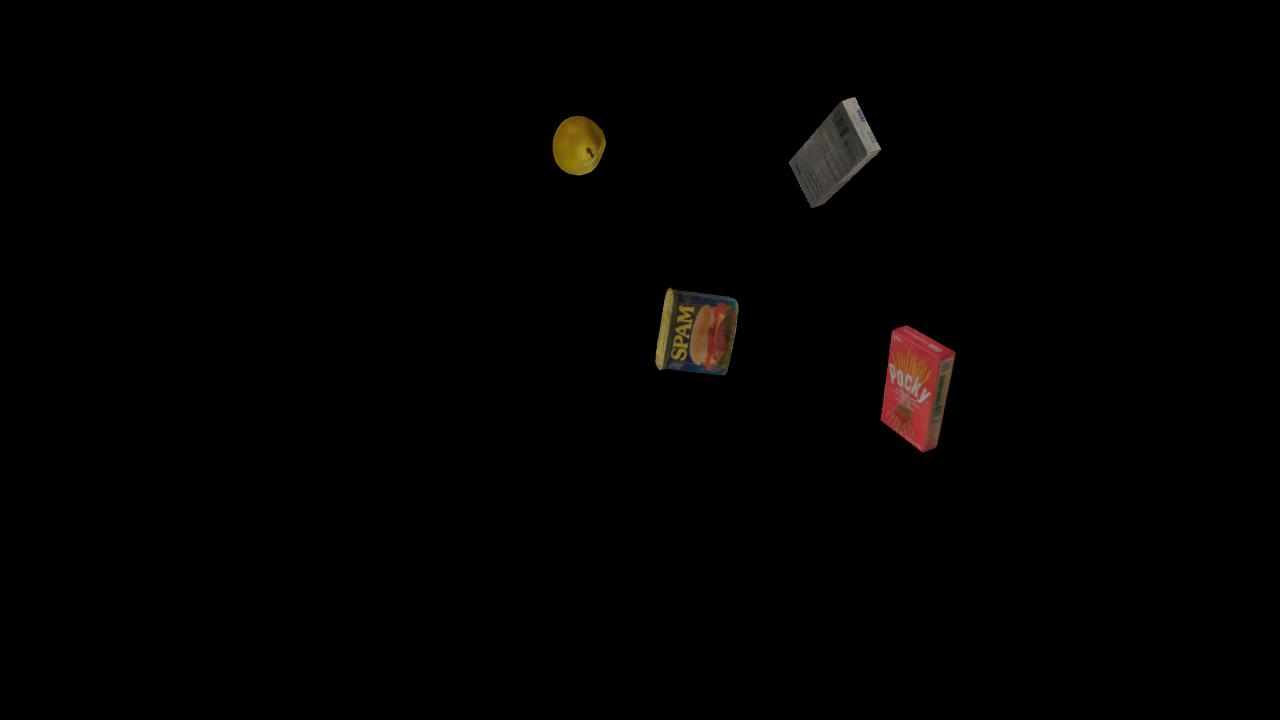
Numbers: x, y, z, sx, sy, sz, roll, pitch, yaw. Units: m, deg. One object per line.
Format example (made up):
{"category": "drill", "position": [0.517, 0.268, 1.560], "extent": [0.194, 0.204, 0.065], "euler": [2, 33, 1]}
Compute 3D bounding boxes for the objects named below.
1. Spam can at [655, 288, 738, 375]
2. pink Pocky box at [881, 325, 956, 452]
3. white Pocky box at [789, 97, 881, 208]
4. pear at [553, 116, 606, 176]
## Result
{"category": "Spam can", "position": [0.070, -0.034, 0.768], "extent": [0.085, 0.101, 0.058], "euler": [7, 14, -9]}
{"category": "pink Pocky box", "position": [0.367, 0.039, 0.821], "extent": [0.029, 0.155, 0.084], "euler": [-18, 34, -17]}
{"category": "white Pocky box", "position": [0.269, -0.285, 0.864], "extent": [0.028, 0.084, 0.154], "euler": [-22, -7, -16]}
{"category": "pear", "position": [-0.080, -0.299, 0.853], "extent": [0.080, 0.080, 0.111], "euler": [0, 12, -20]}
